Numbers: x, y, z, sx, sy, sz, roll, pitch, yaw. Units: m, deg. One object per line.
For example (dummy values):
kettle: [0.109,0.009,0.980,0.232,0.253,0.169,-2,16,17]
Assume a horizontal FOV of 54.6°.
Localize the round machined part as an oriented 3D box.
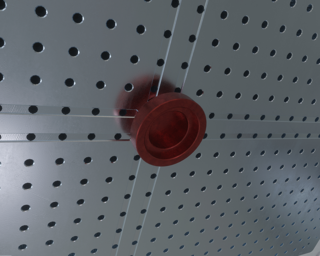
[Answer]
round machined part: [0.008,-0.002,0.403,0.099,0.042,0.097,-14,124,-21]
